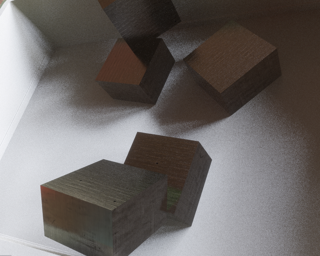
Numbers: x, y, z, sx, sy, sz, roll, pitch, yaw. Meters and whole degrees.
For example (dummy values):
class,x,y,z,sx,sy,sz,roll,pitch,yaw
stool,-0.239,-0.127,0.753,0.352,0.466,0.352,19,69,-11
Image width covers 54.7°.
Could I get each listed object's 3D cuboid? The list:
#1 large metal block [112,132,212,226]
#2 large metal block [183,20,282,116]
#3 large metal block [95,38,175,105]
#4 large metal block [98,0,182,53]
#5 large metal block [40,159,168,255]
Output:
class,x,y,z,sx,sy,sz,roll,pitch,yaw
large metal block,0.004,0.056,0.353,0.080,0.050,0.080,8,65,31
large metal block,0.090,-0.077,0.389,0.080,0.050,0.080,-39,51,1
large metal block,-0.035,-0.086,0.459,0.080,0.050,0.080,11,67,32
large metal block,-0.029,-0.165,0.422,0.080,0.080,0.050,-32,51,6
large metal block,-0.049,0.071,0.287,0.080,0.080,0.050,9,106,30
